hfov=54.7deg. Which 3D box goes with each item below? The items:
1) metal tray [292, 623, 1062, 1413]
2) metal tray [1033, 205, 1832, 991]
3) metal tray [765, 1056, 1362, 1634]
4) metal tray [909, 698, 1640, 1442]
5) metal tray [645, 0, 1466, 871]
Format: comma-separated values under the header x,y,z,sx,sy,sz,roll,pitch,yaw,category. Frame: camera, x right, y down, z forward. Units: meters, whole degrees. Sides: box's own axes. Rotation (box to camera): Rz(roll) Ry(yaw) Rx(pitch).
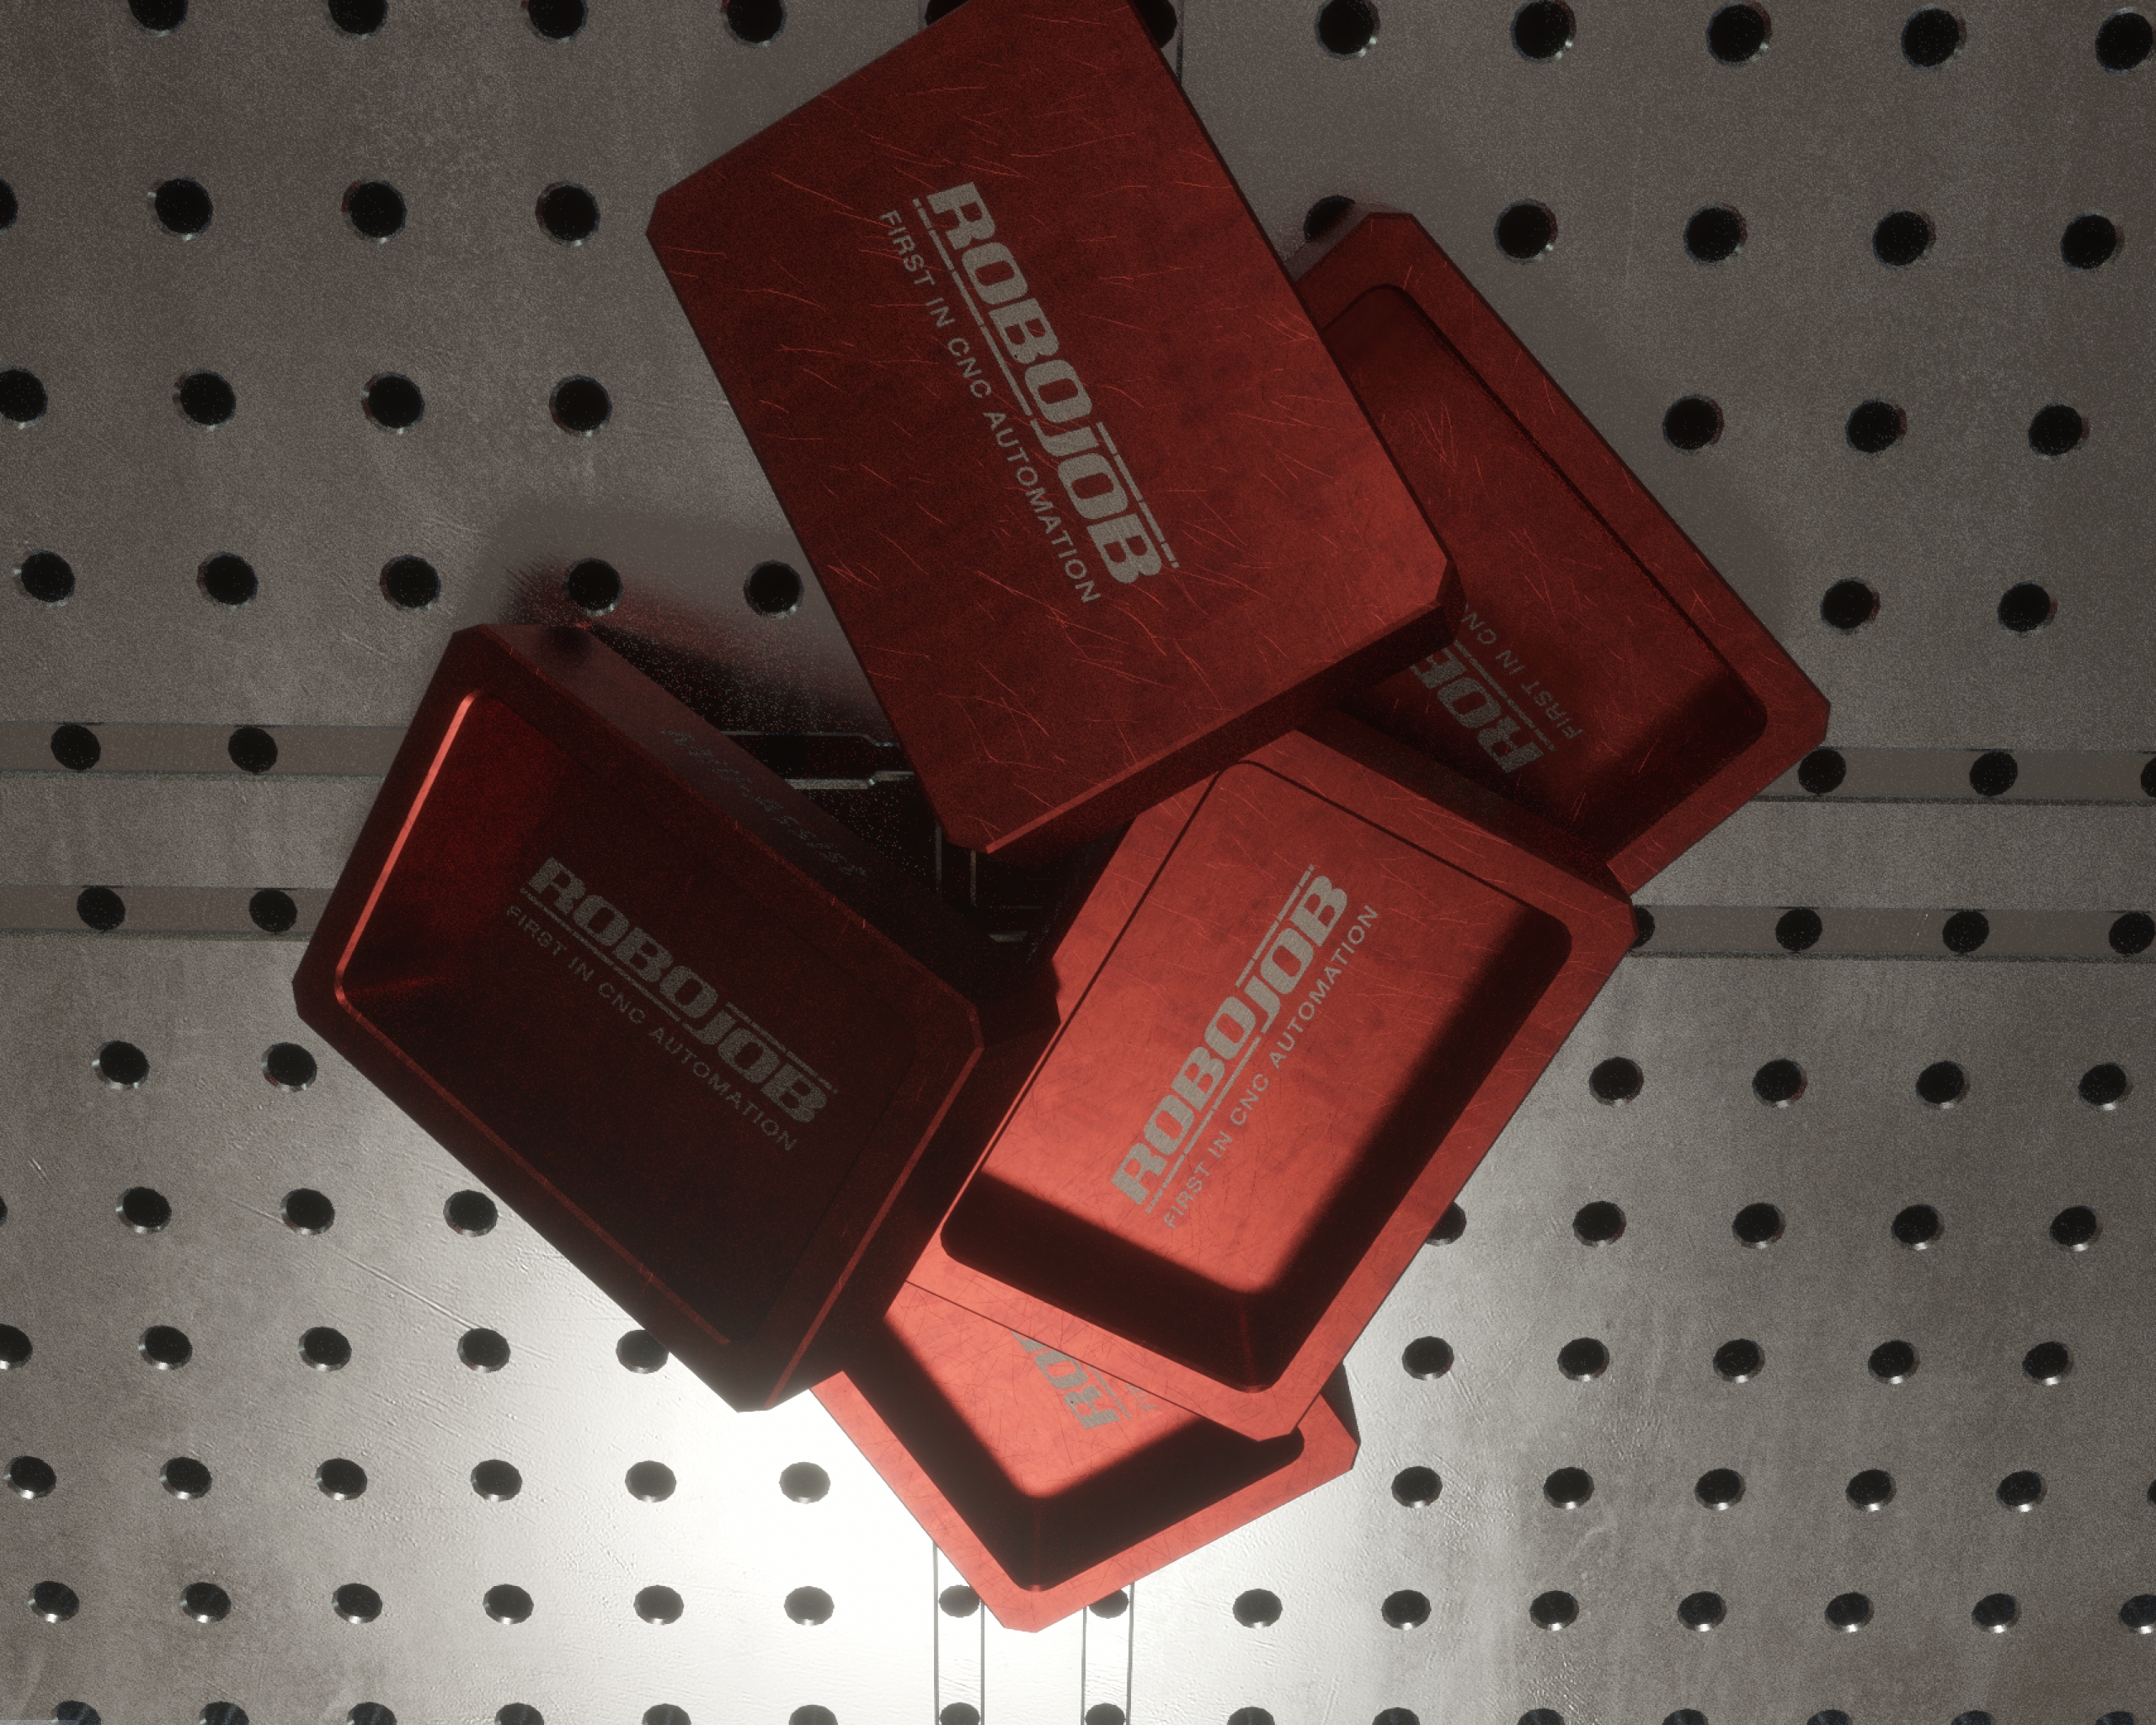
x,y,z,sx,sy,sz,roll,pitch,yaw,category
-0.078,0.026,0.386,0.130,0.030,0.089,36,108,19,metal tray
0.065,-0.046,0.394,0.090,0.030,0.130,-42,106,13,metal tray
-0.011,0.093,0.445,0.090,0.030,0.130,-31,108,10,metal tray
0.031,0.037,0.393,0.090,0.030,0.129,27,108,-10,metal tray
-0.005,-0.075,0.351,0.090,0.030,0.130,-29,78,9,metal tray
